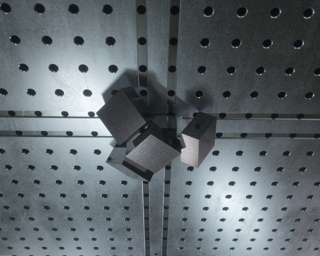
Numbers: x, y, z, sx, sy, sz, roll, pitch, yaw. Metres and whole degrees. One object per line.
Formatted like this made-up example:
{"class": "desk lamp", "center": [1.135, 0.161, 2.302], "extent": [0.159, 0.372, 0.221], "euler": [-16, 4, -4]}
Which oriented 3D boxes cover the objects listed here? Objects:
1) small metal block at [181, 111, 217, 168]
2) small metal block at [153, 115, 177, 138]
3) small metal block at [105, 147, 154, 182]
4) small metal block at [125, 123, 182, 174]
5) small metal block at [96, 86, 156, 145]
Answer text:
{"class": "small metal block", "center": [0.050, 0.015, 0.404], "extent": [0.025, 0.050, 0.050], "euler": [21, 136, 26]}
{"class": "small metal block", "center": [-0.004, 0.010, 0.420], "extent": [0.050, 0.025, 0.050], "euler": [1, 133, -1]}
{"class": "small metal block", "center": [-0.041, 0.051, 0.438], "extent": [0.050, 0.025, 0.050], "euler": [37, 158, -27]}
{"class": "small metal block", "center": [-0.009, 0.026, 0.400], "extent": [0.050, 0.025, 0.050], "euler": [33, 122, -26]}
{"class": "small metal block", "center": [-0.042, -0.015, 0.382], "extent": [0.050, 0.025, 0.050], "euler": [-39, 85, 28]}
